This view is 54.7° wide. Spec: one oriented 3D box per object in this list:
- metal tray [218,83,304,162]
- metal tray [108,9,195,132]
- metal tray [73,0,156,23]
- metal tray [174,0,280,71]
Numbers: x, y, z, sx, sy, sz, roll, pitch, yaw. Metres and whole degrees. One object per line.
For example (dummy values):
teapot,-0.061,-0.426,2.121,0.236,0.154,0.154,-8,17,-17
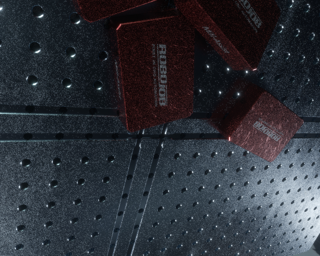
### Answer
metal tray,0.165,-0.004,0.499,0.131,0.030,0.090,25,105,-37
metal tray,-0.006,-0.066,0.365,0.091,0.030,0.129,-16,125,-20
metal tray,-0.049,-0.173,0.275,0.091,0.030,0.129,-25,128,-14
metal tray,0.082,-0.136,0.349,0.130,0.030,0.090,34,77,-39
